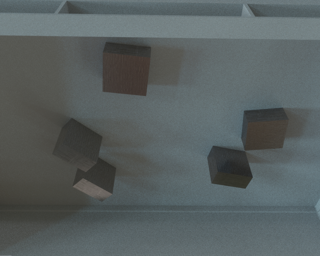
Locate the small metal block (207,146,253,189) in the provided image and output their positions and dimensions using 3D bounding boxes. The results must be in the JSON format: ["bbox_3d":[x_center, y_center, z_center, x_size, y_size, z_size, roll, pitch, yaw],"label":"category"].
[{"bbox_3d":[0.098,0.055,0.440,0.050,0.050,0.025,10,129,-9],"label":"small metal block"}]

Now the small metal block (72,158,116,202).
[{"bbox_3d":[-0.094,0.071,0.452,0.050,0.050,0.025,36,121,-27],"label":"small metal block"}]

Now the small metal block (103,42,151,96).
[{"bbox_3d":[-0.038,-0.066,0.352,0.050,0.025,0.050,5,130,-5],"label":"small metal block"}]

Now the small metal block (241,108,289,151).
[{"bbox_3d":[0.138,0.002,0.412,0.050,0.025,0.050,-4,130,3],"label":"small metal block"}]

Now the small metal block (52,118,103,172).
[{"bbox_3d":[-0.108,0.022,0.411,0.050,0.050,0.025,35,122,-26],"label":"small metal block"}]
